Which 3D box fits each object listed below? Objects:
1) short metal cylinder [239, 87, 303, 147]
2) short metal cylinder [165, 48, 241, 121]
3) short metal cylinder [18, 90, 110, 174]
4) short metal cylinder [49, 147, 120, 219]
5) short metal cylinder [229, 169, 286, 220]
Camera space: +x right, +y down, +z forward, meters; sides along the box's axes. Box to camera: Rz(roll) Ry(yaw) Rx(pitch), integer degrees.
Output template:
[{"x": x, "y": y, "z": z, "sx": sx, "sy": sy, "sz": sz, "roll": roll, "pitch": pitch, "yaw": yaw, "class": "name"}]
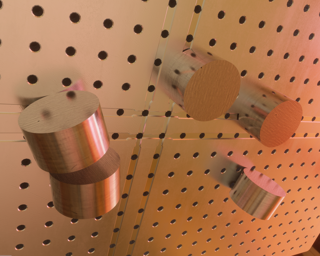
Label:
[{"x": 0.171, "y": -0.017, "z": 0.481, "sx": 0.081, "sy": 0.050, "sz": 0.079, "roll": -14, "pitch": 125, "yaw": -21, "class": "short metal cylinder"}, {"x": 0.053, "y": -0.055, "z": 0.392, "sx": 0.081, "sy": 0.050, "sz": 0.079, "roll": -14, "pitch": 124, "yaw": -21, "class": "short metal cylinder"}, {"x": -0.098, "y": 0.002, "z": 0.324, "sx": 0.081, "sy": 0.080, "sz": 0.050, "roll": -20, "pitch": 126, "yaw": -17, "class": "short metal cylinder"}, {"x": -0.087, "y": 0.060, "z": 0.366, "sx": 0.081, "sy": 0.080, "sz": 0.050, "roll": -10, "pitch": 123, "yaw": -23, "class": "short metal cylinder"}, {"x": 0.170, "y": 0.114, "z": 0.542, "sx": 0.081, "sy": 0.080, "sz": 0.050, "roll": 15, "pitch": 111, "yaw": -35, "class": "short metal cylinder"}]
